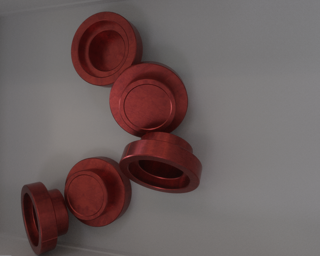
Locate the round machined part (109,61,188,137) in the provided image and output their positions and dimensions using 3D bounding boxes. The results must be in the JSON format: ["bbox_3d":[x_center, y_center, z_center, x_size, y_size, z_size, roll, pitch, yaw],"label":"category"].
[{"bbox_3d":[-0.014,-0.031,0.386,0.099,0.042,0.097,0,110,1],"label":"round machined part"}]

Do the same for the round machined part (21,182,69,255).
[{"bbox_3d":[-0.163,0.125,0.443,0.098,0.042,0.097,14,108,51],"label":"round machined part"}]

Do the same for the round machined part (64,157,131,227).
[{"bbox_3d":[-0.093,0.090,0.434,0.098,0.042,0.097,0,90,20],"label":"round machined part"}]

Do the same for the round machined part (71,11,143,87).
[{"bbox_3d":[-0.068,-0.104,0.426,0.098,0.042,0.097,0,90,20],"label":"round machined part"}]

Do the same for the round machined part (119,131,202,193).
[{"bbox_3d":[0.003,0.040,0.381,0.098,0.098,0.042,3,55,20],"label":"round machined part"}]
